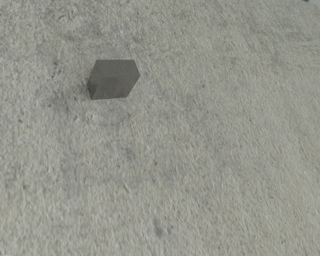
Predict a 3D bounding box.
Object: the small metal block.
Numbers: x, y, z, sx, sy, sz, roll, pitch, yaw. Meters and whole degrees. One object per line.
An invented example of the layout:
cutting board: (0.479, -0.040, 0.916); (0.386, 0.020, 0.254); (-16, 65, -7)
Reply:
small metal block: (-0.060, -0.061, 0.394); (0.050, 0.050, 0.025); (-8, 66, -32)
